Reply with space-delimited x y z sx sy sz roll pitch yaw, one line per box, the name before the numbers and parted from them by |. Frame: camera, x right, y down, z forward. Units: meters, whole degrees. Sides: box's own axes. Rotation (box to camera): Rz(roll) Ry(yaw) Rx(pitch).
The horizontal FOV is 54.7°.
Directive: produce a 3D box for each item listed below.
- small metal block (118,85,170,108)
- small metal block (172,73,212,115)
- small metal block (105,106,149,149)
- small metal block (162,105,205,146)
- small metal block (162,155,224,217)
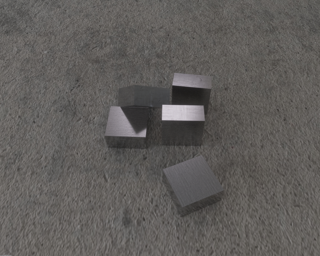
small metal block | -0.022 -0.040 0.408 0.050 0.050 0.025 2 90 -30
small metal block | 0.043 -0.046 0.426 0.050 0.050 0.025 6 51 5
small metal block | -0.041 -0.001 0.403 0.050 0.025 0.050 2 50 1
small metal block | 0.028 -0.002 0.389 0.050 0.050 0.025 1 50 1
small metal block | 0.036 0.064 0.349 0.050 0.025 0.050 -18 53 -15
